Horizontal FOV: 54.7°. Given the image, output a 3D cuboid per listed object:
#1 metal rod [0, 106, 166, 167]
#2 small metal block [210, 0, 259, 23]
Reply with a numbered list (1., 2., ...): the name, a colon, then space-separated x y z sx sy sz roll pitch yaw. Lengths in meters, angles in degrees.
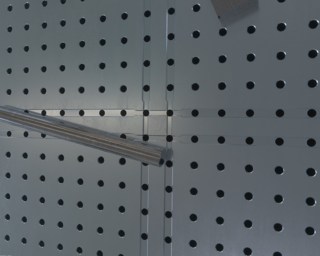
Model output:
1. metal rod: -0.135 0.007 0.460 0.301 0.025 0.025 14 95 19
2. small metal block: 0.087 -0.167 0.382 0.050 0.025 0.050 -24 82 18
